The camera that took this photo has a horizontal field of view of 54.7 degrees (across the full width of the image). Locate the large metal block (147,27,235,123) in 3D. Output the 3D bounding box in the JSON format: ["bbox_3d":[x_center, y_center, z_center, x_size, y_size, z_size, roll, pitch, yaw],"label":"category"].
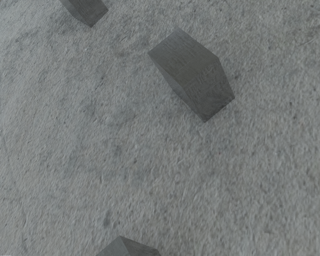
[{"bbox_3d":[0.040,-0.065,0.387,0.050,0.080,0.080,-40,51,1],"label":"large metal block"}]

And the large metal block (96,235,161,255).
[{"bbox_3d":[-0.037,0.155,0.292,0.080,0.080,0.050,-41,51,0],"label":"large metal block"}]

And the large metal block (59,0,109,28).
[{"bbox_3d":[-0.159,-0.253,0.605,0.050,0.080,0.080,-47,52,-5],"label":"large metal block"}]
